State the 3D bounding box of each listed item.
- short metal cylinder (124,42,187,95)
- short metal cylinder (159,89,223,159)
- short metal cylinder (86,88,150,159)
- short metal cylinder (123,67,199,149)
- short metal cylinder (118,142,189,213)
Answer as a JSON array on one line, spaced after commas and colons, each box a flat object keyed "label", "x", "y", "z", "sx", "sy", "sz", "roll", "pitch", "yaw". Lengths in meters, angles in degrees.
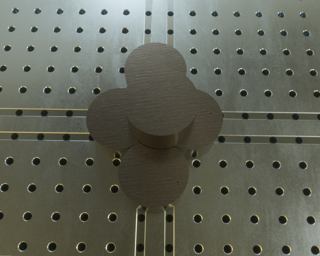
[{"label": "short metal cylinder", "x": -0.006, "y": -0.068, "z": 0.423, "sx": 0.081, "sy": 0.050, "sz": 0.080, "roll": 0, "pitch": 70, "yaw": -1}, {"label": "short metal cylinder", "x": 0.036, "y": -0.004, "z": 0.399, "sx": 0.081, "sy": 0.050, "sz": 0.080, "roll": 0, "pitch": 70, "yaw": 0}, {"label": "short metal cylinder", "x": -0.049, "y": -0.005, "z": 0.400, "sx": 0.081, "sy": 0.050, "sz": 0.080, "roll": 0, "pitch": 70, "yaw": 0}, {"label": "short metal cylinder", "x": 0.001, "y": -0.021, "z": 0.352, "sx": 0.081, "sy": 0.050, "sz": 0.080, "roll": 0, "pitch": 70, "yaw": 0}, {"label": "short metal cylinder", "x": -0.007, "y": 0.060, "z": 0.376, "sx": 0.081, "sy": 0.050, "sz": 0.080, "roll": 0, "pitch": 68, "yaw": 0}]
